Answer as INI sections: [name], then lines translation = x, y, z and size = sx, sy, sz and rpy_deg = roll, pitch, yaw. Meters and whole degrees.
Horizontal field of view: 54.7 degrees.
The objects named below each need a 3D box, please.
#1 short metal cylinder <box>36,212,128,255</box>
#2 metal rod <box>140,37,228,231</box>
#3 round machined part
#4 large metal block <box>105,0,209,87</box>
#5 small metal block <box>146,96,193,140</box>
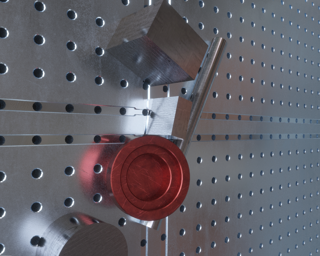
[short metal cylinder]
translation = -0.082, 0.134, 0.326
size = 0.081, 0.050, 0.079
rpy_deg = 0, 90, -40
[metal rod]
translation = 0.040, -0.004, 0.445
size = 0.025, 0.025, 0.300
rpy_deg = 35, 68, -35
[round machined part]
translation = -0.017, 0.059, 0.374
size = 0.099, 0.042, 0.097
rpy_deg = 3, 81, -24
[large metal block]
translation = -0.004, -0.096, 0.372
size = 0.080, 0.080, 0.050
rpy_deg = 35, 68, -35
[small metal block]
translation = 0.011, -0.012, 0.404
size = 0.025, 0.050, 0.050
rpy_deg = 19, 78, -39
